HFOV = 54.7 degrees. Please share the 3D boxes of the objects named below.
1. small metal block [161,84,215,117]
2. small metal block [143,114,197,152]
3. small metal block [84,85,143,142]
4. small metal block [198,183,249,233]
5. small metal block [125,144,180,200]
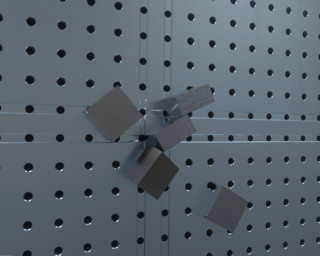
[{"bbox_3d":[0.036,-0.036,0.414,0.050,0.050,0.025,-23,98,-19],"label":"small metal block"},{"bbox_3d":[0.012,0.007,0.404,0.050,0.050,0.025,-32,97,-18],"label":"small metal block"},{"bbox_3d":[-0.059,-0.018,0.392,0.050,0.025,0.050,-42,104,-15],"label":"small metal block"},{"bbox_3d":[0.092,0.115,0.448,0.050,0.025,0.050,33,79,-18],"label":"small metal block"},{"bbox_3d":[-0.009,0.058,0.399,0.050,0.025,0.050,-53,137,-12],"label":"small metal block"}]
